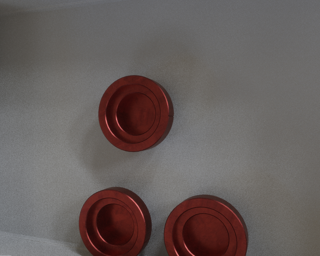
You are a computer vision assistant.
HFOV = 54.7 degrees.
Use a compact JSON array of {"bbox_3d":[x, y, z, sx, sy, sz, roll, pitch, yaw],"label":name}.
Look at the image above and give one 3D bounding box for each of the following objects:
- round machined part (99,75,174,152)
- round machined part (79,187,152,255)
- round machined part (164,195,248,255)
[{"bbox_3d":[-0.028,-0.018,0.411,0.098,0.042,0.097,0,90,20],"label":"round machined part"},{"bbox_3d":[-0.056,0.129,0.421,0.098,0.042,0.097,0,90,19],"label":"round machined part"},{"bbox_3d":[0.058,0.131,0.380,0.098,0.042,0.097,0,89,20],"label":"round machined part"}]
